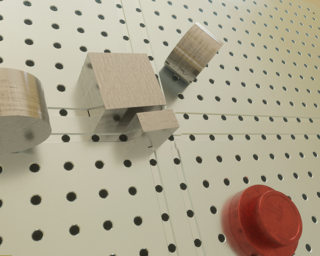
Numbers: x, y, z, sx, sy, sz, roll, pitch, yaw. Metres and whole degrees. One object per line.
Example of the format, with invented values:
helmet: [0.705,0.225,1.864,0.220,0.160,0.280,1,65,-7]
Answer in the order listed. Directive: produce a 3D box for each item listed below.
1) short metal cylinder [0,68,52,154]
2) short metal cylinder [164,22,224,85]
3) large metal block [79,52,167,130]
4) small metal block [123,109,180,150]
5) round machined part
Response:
short metal cylinder: [-0.151,-0.014,0.300,0.081,0.080,0.050,-5,65,-31]
short metal cylinder: [0.050,-0.111,0.468,0.050,0.080,0.080,39,51,-2]
large metal block: [-0.049,-0.048,0.395,0.081,0.050,0.080,-7,65,-31]
small metal block: [-0.012,0.002,0.384,0.050,0.050,0.025,-8,66,-32]
round machined part: [0.143,0.120,0.401,0.099,0.042,0.098,14,56,-21]
